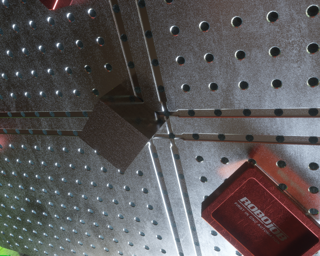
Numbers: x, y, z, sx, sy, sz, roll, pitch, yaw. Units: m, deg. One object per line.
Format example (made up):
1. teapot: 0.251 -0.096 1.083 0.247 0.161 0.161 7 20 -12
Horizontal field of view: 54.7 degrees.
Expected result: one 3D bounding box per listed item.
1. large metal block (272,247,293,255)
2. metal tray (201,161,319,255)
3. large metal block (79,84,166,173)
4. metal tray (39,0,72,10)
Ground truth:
1. large metal block: 0.176 0.214 0.435 0.080 0.050 0.080 -20 108 35
2. metal tray: 0.127 0.117 0.387 0.130 0.030 0.090 43 103 0
3. large metal block: -0.052 0.001 0.424 0.080 0.050 0.080 39 129 1
4. metal tray: -0.120 -0.211 0.340 0.090 0.030 0.129 43 129 -2
